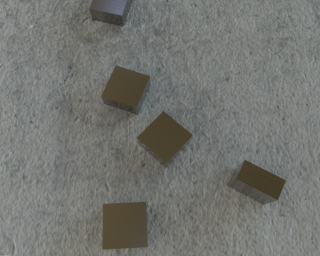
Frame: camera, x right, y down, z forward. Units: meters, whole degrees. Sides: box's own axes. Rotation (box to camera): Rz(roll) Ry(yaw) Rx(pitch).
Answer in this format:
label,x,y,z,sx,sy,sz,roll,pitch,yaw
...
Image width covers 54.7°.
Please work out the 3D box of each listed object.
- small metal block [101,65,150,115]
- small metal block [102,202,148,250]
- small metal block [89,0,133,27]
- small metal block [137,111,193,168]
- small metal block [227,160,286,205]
label,x,y,z,sx,sy,sz,roll,pitch,yaw
small metal block,-0.046,-0.052,0.427,0.050,0.025,0.050,19,71,6
small metal block,-0.040,0.115,0.366,0.050,0.025,0.050,-3,70,-2
small metal block,-0.074,-0.189,0.476,0.050,0.025,0.050,13,70,4
small metal block,0.006,0.015,0.403,0.050,0.025,0.050,40,75,13
small metal block,0.114,0.066,0.372,0.050,0.050,0.025,27,72,9
